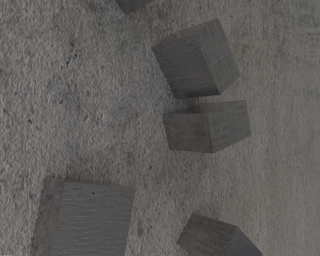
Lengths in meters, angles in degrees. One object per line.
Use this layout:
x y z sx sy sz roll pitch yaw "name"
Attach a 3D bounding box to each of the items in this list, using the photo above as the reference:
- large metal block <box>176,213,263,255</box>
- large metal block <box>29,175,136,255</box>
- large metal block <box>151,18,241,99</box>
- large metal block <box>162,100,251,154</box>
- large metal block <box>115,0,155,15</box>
0.084 0.172 0.440 0.080 0.080 0.050 49 61 -29 "large metal block"
-0.079 0.096 0.323 0.081 0.050 0.080 15 81 -39 "large metal block"
0.047 -0.088 0.408 0.050 0.080 0.080 -42 116 -32 "large metal block"
0.064 -0.004 0.422 0.081 0.080 0.050 -18 102 -39 "large metal block"
-0.026 -0.186 0.347 0.050 0.080 0.080 -52 121 -27 "large metal block"
